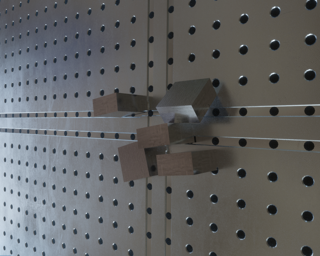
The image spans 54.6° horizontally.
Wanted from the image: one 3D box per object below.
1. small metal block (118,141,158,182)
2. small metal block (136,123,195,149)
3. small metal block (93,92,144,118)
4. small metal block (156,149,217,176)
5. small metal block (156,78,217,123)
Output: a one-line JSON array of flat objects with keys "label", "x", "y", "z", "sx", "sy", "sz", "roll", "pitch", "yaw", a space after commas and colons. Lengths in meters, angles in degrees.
[{"label": "small metal block", "x": -0.029, "y": 0.046, "z": 0.435, "sx": 0.050, "sy": 0.025, "sz": 0.050, "roll": -19, "pitch": 78, "yaw": 38}, {"label": "small metal block", "x": 0.007, "y": 0.010, "z": 0.388, "sx": 0.050, "sy": 0.050, "sz": 0.025, "roll": -11, "pitch": 83, "yaw": 39}, {"label": "small metal block", "x": -0.059, "y": -0.032, "z": 0.444, "sx": 0.050, "sy": 0.050, "sz": 0.025, "roll": -10, "pitch": 84, "yaw": 40}, {"label": "small metal block", "x": 0.032, "y": 0.041, "z": 0.368, "sx": 0.050, "sy": 0.050, "sz": 0.025, "roll": -9, "pitch": 84, "yaw": 40}, {"label": "small metal block", "x": 0.032, "y": -0.032, "z": 0.365, "sx": 0.050, "sy": 0.050, "sz": 0.025, "roll": 0, "pitch": 132, "yaw": 40}]
